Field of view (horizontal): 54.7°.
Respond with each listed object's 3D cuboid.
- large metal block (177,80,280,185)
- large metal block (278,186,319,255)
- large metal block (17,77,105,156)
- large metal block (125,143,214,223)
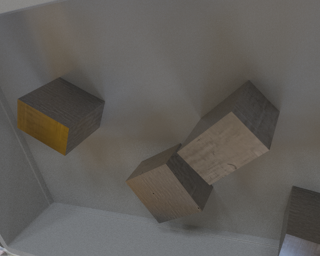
[{"bbox_3d":[0.075,0.004,0.336,0.050,0.080,0.080,45,129,-4],"label":"large metal block"},{"bbox_3d":[0.184,0.120,0.350,0.080,0.080,0.050,14,124,20],"label":"large metal block"},{"bbox_3d":[-0.137,-0.019,0.434,0.080,0.080,0.050,29,128,10],"label":"large metal block"},{"bbox_3d":[0.013,0.079,0.434,0.080,0.050,0.080,-29,103,37],"label":"large metal block"}]
